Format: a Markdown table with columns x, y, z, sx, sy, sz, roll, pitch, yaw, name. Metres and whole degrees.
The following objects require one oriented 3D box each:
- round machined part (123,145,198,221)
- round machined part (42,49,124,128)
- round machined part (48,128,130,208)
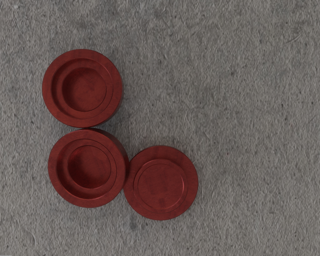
| x | y | z | sx | sy | sz | roll | pitch | yaw | name |
| --- | --- | --- | --- | --- | --- | --- | --- | --- | --- |
| 0.001 | 0.072 | 0.401 | 0.099 | 0.042 | 0.097 | 0 | 90 | 0 | round machined part |
| -0.096 | -0.049 | 0.401 | 0.099 | 0.042 | 0.097 | 0 | 90 | 0 | round machined part |
| -0.087 | 0.048 | 0.395 | 0.098 | 0.042 | 0.097 | 1 | 98 | 8 | round machined part |
